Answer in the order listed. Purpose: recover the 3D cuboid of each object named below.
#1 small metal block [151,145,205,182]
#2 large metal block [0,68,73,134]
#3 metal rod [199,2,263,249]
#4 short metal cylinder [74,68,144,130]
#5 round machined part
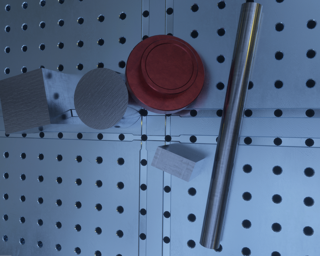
[{"bbox_3d":[0.024,0.043,0.390,0.050,0.050,0.025,22,97,18],"label":"small metal block"},{"bbox_3d":[-0.186,-0.037,0.463,0.080,0.050,0.080,-11,86,19],"label":"large metal block"},{"bbox_3d":[0.087,0.000,0.381,0.025,0.025,0.298,11,93,19],"label":"metal rod"},{"bbox_3d":[-0.068,-0.038,0.422,0.080,0.050,0.079,0,91,20],"label":"short metal cylinder"},{"bbox_3d":[0.008,-0.069,0.377,0.099,0.042,0.097,2,81,-10],"label":"round machined part"}]
